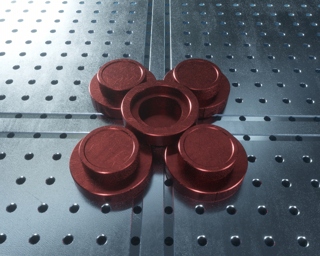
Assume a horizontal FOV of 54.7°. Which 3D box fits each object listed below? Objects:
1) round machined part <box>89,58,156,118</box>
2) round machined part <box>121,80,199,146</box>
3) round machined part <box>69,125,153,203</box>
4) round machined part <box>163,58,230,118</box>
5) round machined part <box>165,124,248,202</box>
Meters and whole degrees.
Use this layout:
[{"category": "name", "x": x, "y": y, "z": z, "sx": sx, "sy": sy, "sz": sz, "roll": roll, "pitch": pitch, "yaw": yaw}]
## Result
[{"category": "round machined part", "x": -0.053, "y": -0.063, "z": 0.448, "sx": 0.099, "sy": 0.042, "sz": 0.098, "roll": 0, "pitch": 50, "yaw": 0}, {"category": "round machined part", "x": 0.001, "y": -0.015, "z": 0.407, "sx": 0.099, "sy": 0.042, "sz": 0.098, "roll": 0, "pitch": 50, "yaw": 0}, {"category": "round machined part", "x": -0.058, "y": 0.035, "z": 0.367, "sx": 0.099, "sy": 0.042, "sz": 0.098, "roll": 0, "pitch": 50, "yaw": 0}, {"category": "round machined part", "x": 0.053, "y": -0.064, "z": 0.450, "sx": 0.099, "sy": 0.042, "sz": 0.098, "roll": 0, "pitch": 50, "yaw": 0}, {"category": "round machined part", "x": 0.055, "y": 0.034, "z": 0.368, "sx": 0.099, "sy": 0.042, "sz": 0.098, "roll": 0, "pitch": 50, "yaw": 0}]
